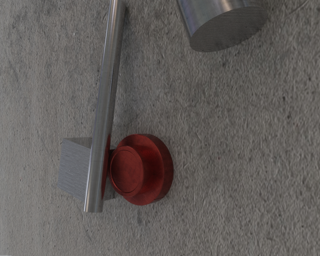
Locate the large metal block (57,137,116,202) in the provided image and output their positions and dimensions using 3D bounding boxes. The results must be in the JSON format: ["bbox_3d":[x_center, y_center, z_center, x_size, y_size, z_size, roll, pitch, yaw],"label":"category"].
[{"bbox_3d":[-0.111,0.062,0.480,0.080,0.050,0.079,15,100,39],"label":"large metal block"}]

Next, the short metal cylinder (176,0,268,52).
[{"bbox_3d":[0.062,-0.120,0.318,0.080,0.081,0.050,-25,74,37],"label":"short metal cylinder"}]

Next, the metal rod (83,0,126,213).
[{"bbox_3d":[-0.075,-0.037,0.433,0.025,0.025,0.299,-3,78,40],"label":"metal rod"}]

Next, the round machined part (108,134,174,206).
[{"bbox_3d":[-0.033,0.057,0.421,0.098,0.042,0.097,0,90,40],"label":"round machined part"}]
